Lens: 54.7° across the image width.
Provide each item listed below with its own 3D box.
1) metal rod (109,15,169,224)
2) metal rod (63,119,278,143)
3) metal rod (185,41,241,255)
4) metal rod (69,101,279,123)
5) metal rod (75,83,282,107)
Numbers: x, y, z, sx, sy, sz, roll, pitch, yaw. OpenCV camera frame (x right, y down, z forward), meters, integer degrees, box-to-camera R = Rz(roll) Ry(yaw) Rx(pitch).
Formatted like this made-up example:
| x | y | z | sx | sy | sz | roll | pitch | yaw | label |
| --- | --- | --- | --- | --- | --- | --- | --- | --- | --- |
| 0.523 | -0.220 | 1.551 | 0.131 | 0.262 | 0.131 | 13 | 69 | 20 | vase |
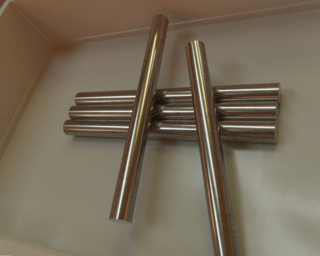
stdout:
| x | y | z | sx | sy | sz | roll | pitch | yaw | label |
| --- | --- | --- | --- | --- | --- | --- | --- | --- | --- |
| -0.021 | -0.031 | 0.400 | 0.025 | 0.025 | 0.299 | -5 | 59 | 25 | metal rod |
| -0.007 | 0.002 | 0.405 | 0.300 | 0.025 | 0.025 | 1 | 62 | 28 | metal rod |
| 0.055 | 0.031 | 0.329 | 0.025 | 0.025 | 0.299 | -15 | 62 | 20 | metal rod |
| -0.002 | -0.020 | 0.416 | 0.300 | 0.025 | 0.025 | 1 | 62 | 28 | metal rod |
| 0.005 | -0.042 | 0.426 | 0.300 | 0.025 | 0.025 | 1 | 62 | 28 | metal rod |
